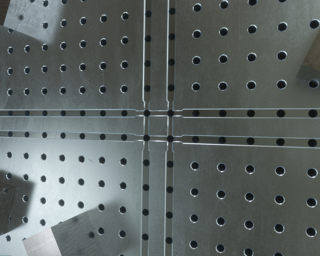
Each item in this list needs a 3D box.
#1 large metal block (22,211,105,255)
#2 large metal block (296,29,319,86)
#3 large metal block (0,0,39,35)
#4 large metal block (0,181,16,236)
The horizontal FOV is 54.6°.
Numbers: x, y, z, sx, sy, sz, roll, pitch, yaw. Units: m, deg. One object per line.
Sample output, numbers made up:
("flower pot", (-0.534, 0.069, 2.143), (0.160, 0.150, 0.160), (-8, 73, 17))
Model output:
("large metal block", (-0.128, 0.172, 0.429), (0.050, 0.080, 0.080), (-28, 81, 18))
("large metal block", (0.186, -0.085, 0.318), (0.050, 0.080, 0.080), (27, 99, 18))
("large metal block", (-0.243, -0.201, 0.486), (0.080, 0.050, 0.080), (22, 97, 18))
("large metal block", (-0.291, 0.127, 0.503), (0.080, 0.050, 0.080), (16, 95, 19))
